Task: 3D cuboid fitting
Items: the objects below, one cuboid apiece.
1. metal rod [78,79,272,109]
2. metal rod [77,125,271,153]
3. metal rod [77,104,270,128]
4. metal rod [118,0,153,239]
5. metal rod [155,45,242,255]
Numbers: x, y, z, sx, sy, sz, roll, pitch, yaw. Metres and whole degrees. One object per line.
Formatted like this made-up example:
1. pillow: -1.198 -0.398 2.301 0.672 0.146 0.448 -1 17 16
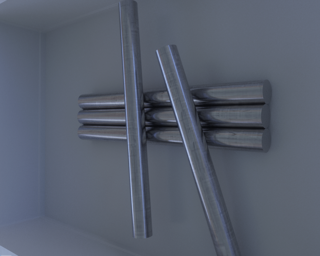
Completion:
1. metal rod: -0.007 -0.040 0.409 0.300 0.025 0.025 1 91 39
2. metal rod: -0.008 0.010 0.410 0.300 0.025 0.025 1 91 39
3. metal rod: -0.008 -0.015 0.410 0.300 0.025 0.025 1 91 39
4. metal rod: -0.032 -0.014 0.396 0.025 0.025 0.298 -7 86 39
5. metal rod: 0.049 0.054 0.337 0.025 0.025 0.298 -20 84 38
